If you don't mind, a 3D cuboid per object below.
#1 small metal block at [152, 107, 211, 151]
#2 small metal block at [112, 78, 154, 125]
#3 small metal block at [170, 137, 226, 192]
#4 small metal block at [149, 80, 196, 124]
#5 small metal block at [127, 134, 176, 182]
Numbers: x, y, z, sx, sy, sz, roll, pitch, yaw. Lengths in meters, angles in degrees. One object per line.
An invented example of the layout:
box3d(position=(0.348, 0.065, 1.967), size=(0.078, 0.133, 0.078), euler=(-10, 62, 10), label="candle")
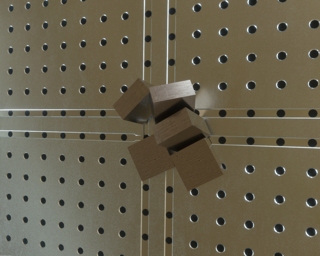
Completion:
box3d(position=(0.027, 0.004, 0.385), size=(0.050, 0.050, 0.025), euler=(-30, 61, 23), label="small metal block")
box3d(position=(-0.025, -0.034, 0.407), size=(0.050, 0.050, 0.025), euler=(-45, 67, 14), label="small metal block")
box3d(position=(0.049, 0.046, 0.396), size=(0.050, 0.025, 0.050), euler=(-29, 81, 17), label="small metal block")
box3d(position=(0.015, -0.029, 0.383), size=(0.050, 0.050, 0.025), euler=(-11, 54, -5), label="small metal block")
box3d(position=(-0.008, 0.037, 0.416), size=(0.050, 0.025, 0.050), euler=(-27, 81, 18), label="small metal block")
